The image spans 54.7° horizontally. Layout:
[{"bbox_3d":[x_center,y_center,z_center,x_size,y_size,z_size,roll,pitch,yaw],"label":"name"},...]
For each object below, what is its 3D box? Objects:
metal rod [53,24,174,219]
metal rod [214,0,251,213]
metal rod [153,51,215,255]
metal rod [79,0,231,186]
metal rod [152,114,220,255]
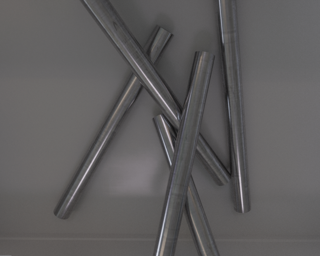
[{"bbox_3d":[-0.069,0.004,0.412,0.025,0.025,0.298,29,107,-10],"label":"metal rod"},{"bbox_3d":[0.097,-0.021,0.404,0.025,0.025,0.298,-9,110,3],"label":"metal rod"},{"bbox_3d":[0.023,0.059,0.367,0.025,0.025,0.298,12,90,-4],"label":"metal rod"},{"bbox_3d":[0.007,-0.035,0.376,0.025,0.025,0.300,-32,115,11],"label":"metal rod"},{"bbox_3d":[0.049,0.124,0.380,0.025,0.025,0.299,-20,79,7],"label":"metal rod"}]
